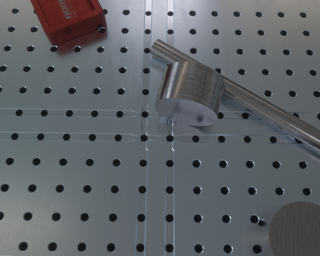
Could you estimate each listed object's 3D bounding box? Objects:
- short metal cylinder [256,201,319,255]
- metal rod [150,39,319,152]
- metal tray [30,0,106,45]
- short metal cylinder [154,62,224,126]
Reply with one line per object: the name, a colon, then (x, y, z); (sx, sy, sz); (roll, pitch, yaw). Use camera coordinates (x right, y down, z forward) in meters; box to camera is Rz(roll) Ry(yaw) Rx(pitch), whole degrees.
short metal cylinder: (0.156, 0.127, 0.353); (0.081, 0.050, 0.080); (0, 70, 0)
metal rod: (0.118, -0.041, 0.427); (0.301, 0.025, 0.025); (32, 73, 11)
metal tray: (-0.151, -0.201, 0.481); (0.090, 0.030, 0.130); (-25, 72, -9)
short metal cylinder: (0.038, -0.041, 0.398); (0.080, 0.080, 0.050); (13, 71, 5)
